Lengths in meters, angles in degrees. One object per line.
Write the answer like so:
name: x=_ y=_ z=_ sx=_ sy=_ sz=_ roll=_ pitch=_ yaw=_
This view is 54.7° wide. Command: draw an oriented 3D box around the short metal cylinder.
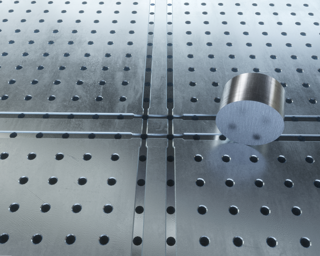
short metal cylinder: x=0.115 y=-0.023 z=0.392 sx=0.080 sy=0.080 sz=0.050 roll=13 pitch=51 yaw=10
